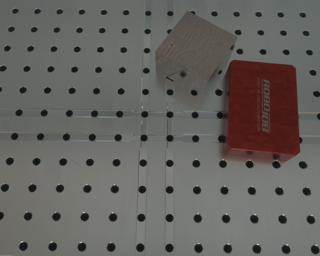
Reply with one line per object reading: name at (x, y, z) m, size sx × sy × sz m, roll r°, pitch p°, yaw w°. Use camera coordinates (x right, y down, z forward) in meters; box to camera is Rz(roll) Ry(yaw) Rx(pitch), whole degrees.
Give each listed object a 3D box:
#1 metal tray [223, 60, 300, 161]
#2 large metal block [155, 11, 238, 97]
metal tray at (0.136, -0.026, 0.419) m, size 0.091 × 0.030 × 0.130 m, roll 6°, pitch 70°, yaw 2°
large metal block at (0.050, -0.104, 0.437) m, size 0.080 × 0.050 × 0.080 m, roll 32°, pitch 73°, yaw 11°
